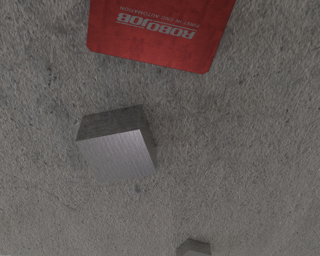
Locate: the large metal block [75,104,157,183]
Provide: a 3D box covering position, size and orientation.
[{"bbox_3d":[-0.053,0.022,0.409,0.080,0.050,0.080,-11,130,9],"label":"large metal block"}]

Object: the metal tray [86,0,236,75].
[{"bbox_3d":[-0.002,-0.111,0.310,0.131,0.030,0.089,10,130,-9],"label":"metal tray"}]

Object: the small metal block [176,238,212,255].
[{"bbox_3d":[0.067,0.249,0.620,0.050,0.025,0.050,21,127,-17],"label":"small metal block"}]
